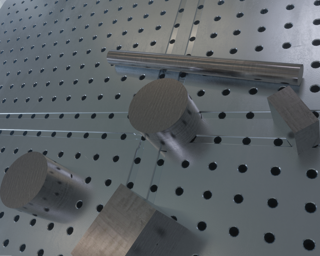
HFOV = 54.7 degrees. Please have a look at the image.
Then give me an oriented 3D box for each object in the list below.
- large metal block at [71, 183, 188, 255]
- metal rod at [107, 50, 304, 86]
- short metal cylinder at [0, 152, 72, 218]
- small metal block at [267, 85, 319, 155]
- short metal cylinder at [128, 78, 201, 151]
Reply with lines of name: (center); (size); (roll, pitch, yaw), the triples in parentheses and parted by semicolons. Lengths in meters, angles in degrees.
large metal block: (-0.027, 0.115, 0.317); (0.050, 0.080, 0.080); (28, 77, 37)
metal rod: (0.041, -0.091, 0.442); (0.300, 0.025, 0.025); (13, 69, 33)
short metal cylinder: (-0.172, 0.080, 0.434); (0.080, 0.050, 0.080); (-13, 56, 21)
small metal block: (0.140, -0.008, 0.324); (0.025, 0.050, 0.050); (-30, 52, 9)
short metal cylinder: (0.007, -0.017, 0.399); (0.080, 0.050, 0.080); (-13, 56, 21)
